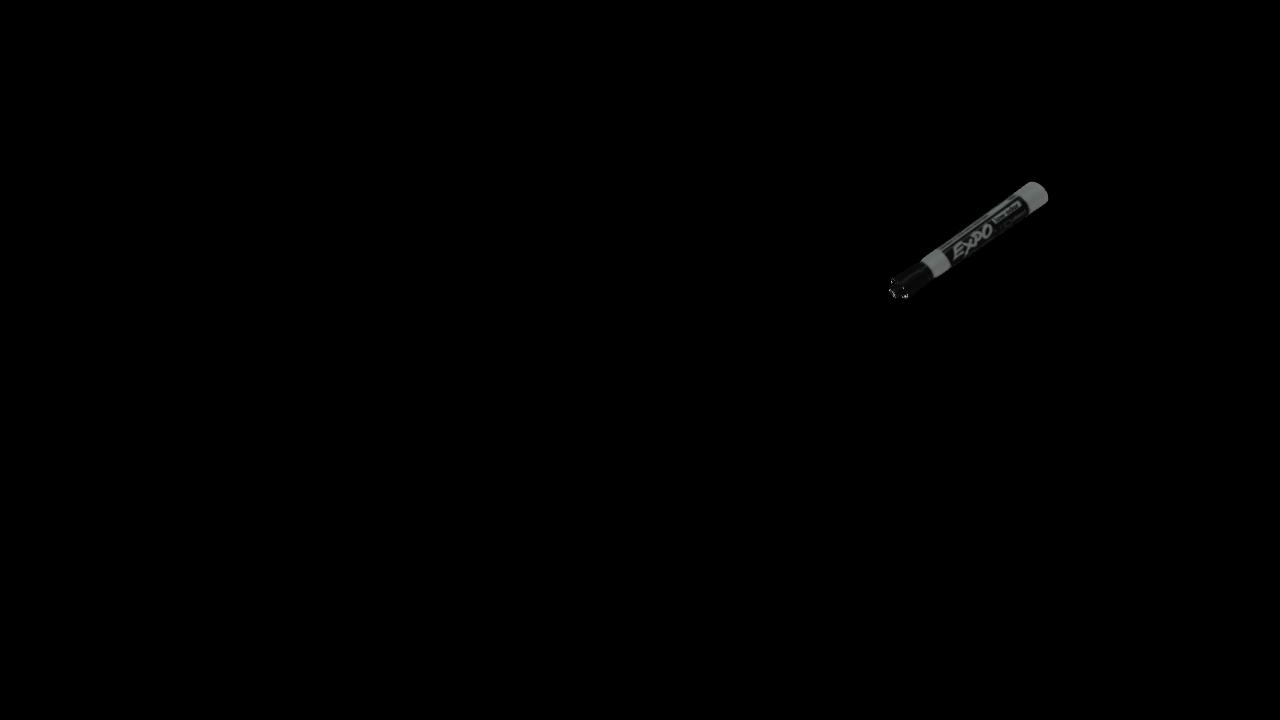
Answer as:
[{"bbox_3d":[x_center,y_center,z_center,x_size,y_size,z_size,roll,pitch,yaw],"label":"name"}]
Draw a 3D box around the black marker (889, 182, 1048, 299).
[{"bbox_3d":[0.230,-0.082,0.436,0.121,0.020,0.020,-36,-3,5],"label":"black marker"}]
